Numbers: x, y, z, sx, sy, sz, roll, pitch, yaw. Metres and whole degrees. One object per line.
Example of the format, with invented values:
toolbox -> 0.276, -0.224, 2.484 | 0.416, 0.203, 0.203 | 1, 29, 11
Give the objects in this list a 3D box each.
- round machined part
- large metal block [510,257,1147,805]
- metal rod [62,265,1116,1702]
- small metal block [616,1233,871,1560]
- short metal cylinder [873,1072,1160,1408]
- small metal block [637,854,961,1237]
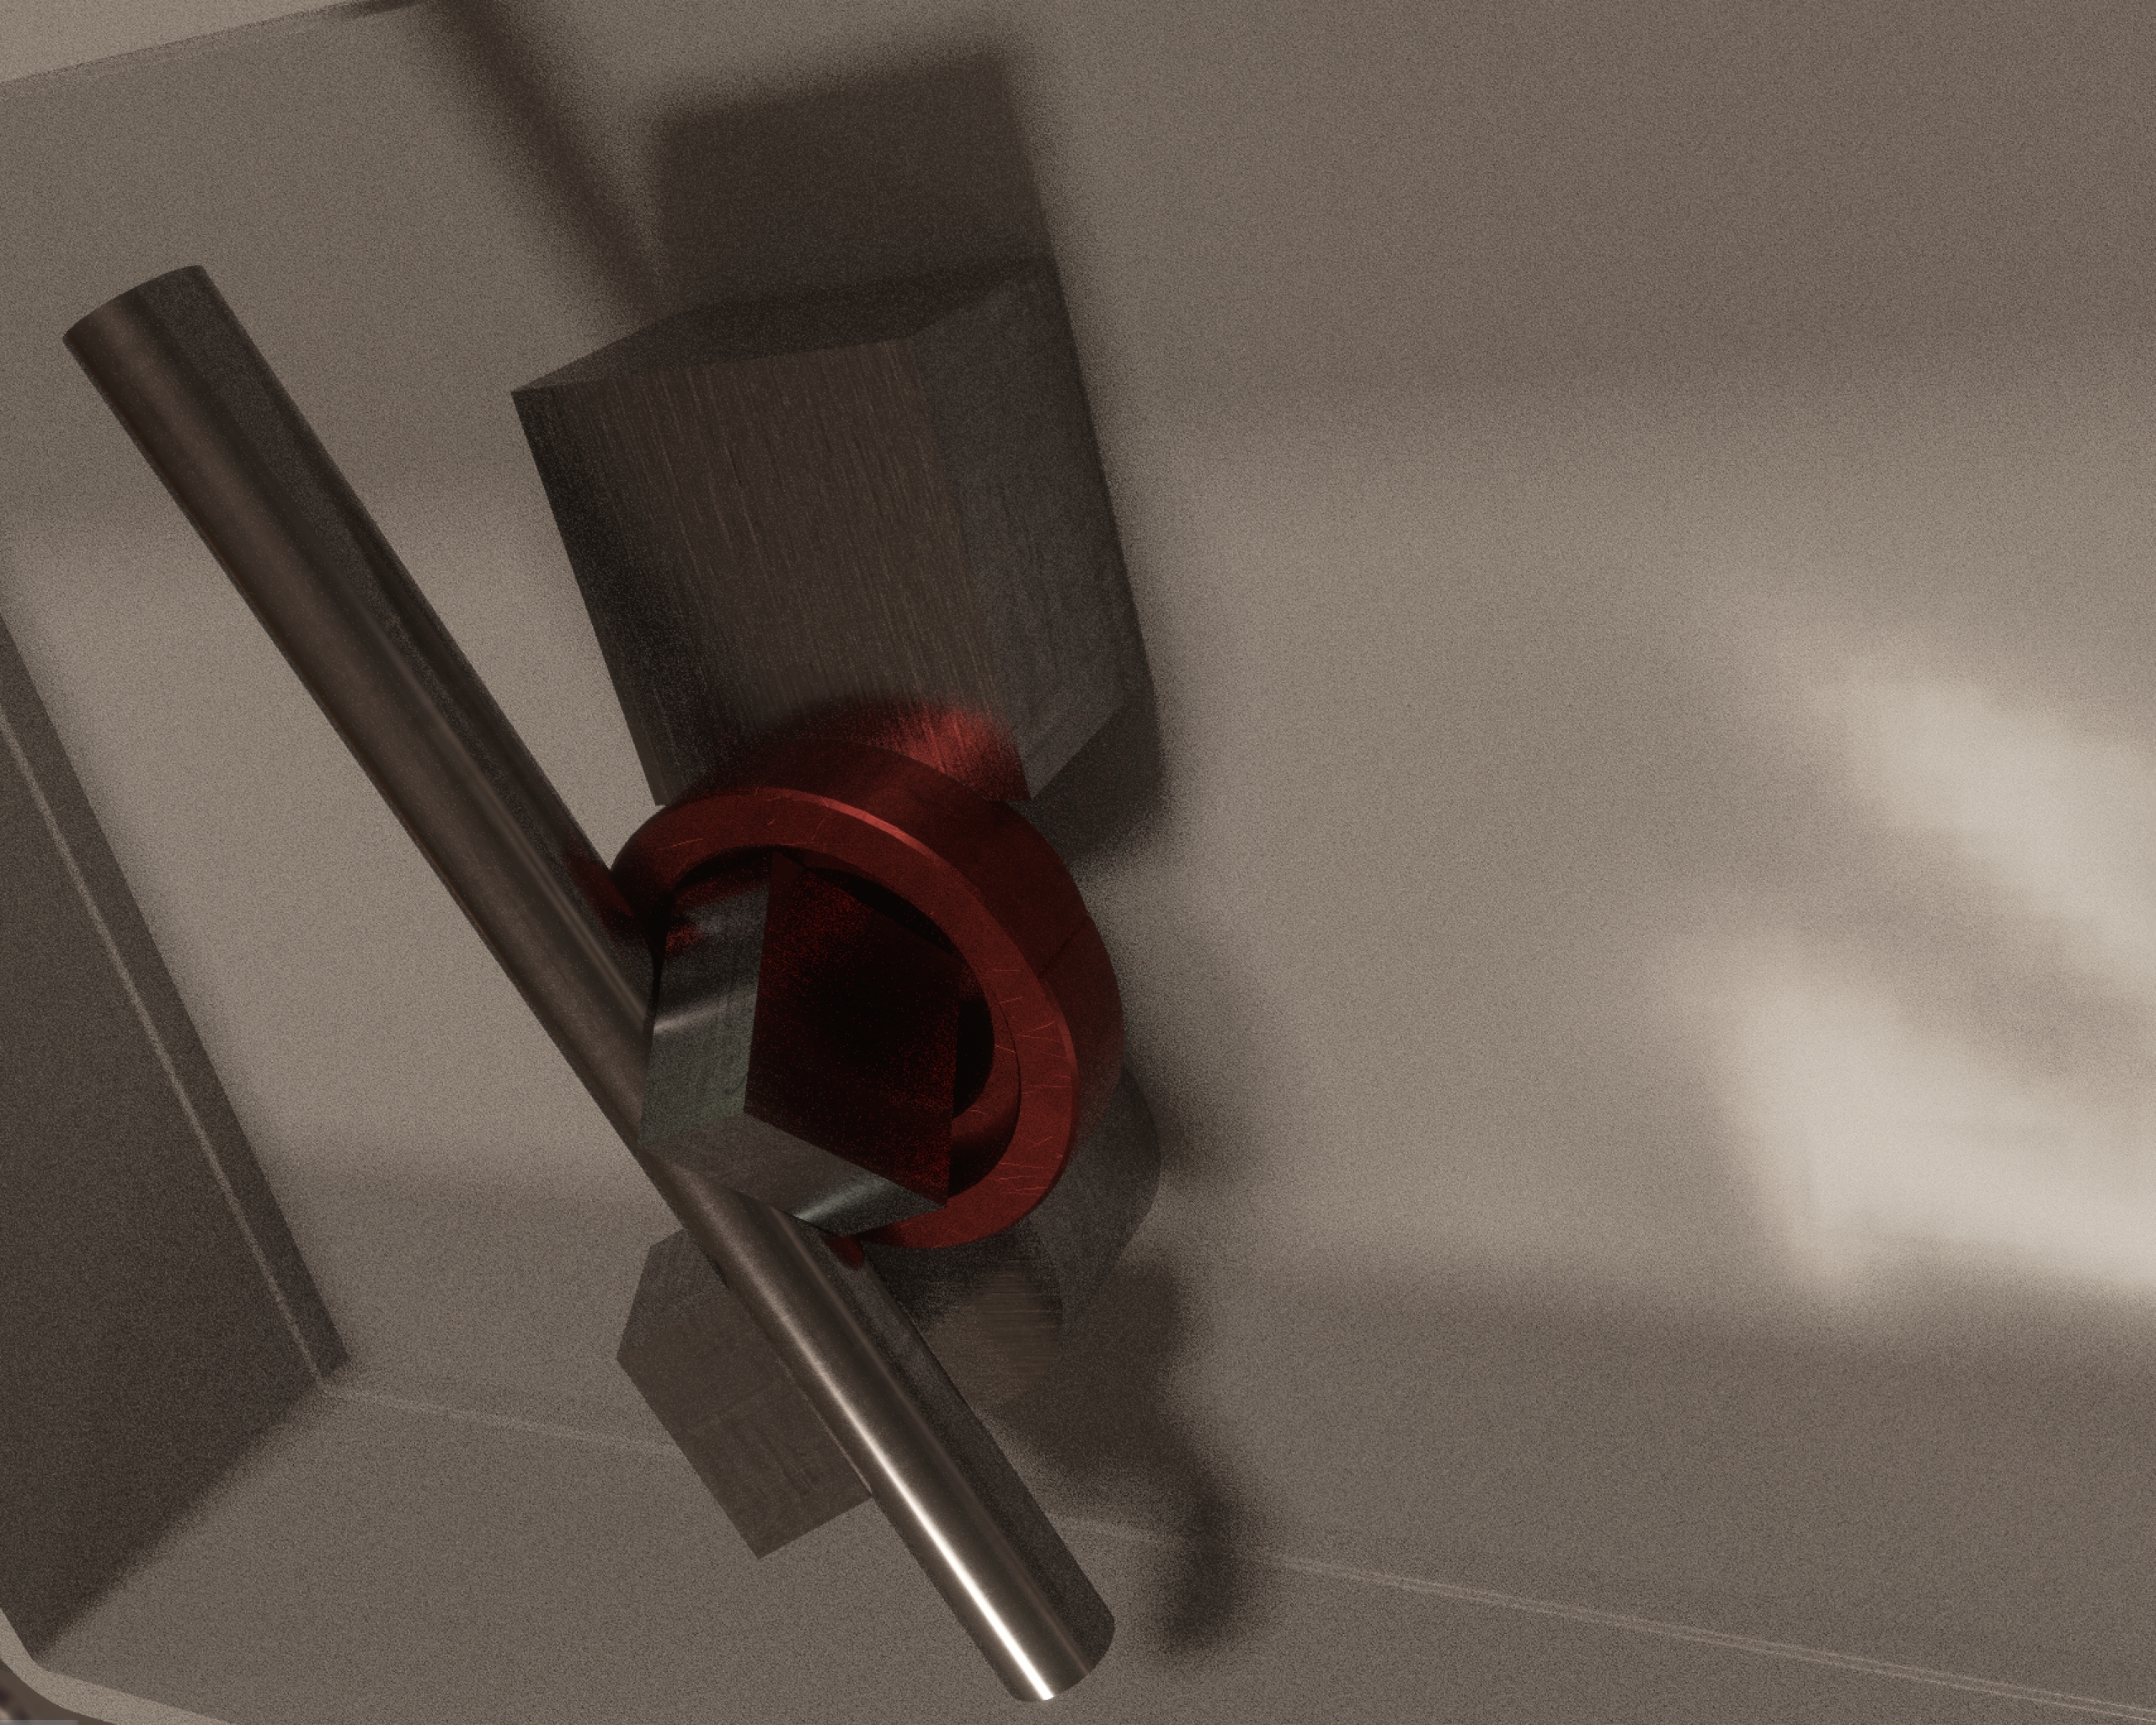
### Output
round machined part -> -0.036, 0.020, 0.388 | 0.098, 0.042, 0.097 | 13, 124, 20
large metal block -> -0.042, -0.057, 0.374 | 0.080, 0.050, 0.080 | 0, 119, 28
metal rod -> -0.079, 0.033, 0.377 | 0.025, 0.025, 0.299 | -21, 108, 35
small metal block -> -0.065, 0.101, 0.418 | 0.025, 0.050, 0.050 | -30, 104, 3
short metal cylinder -> -0.029, 0.070, 0.449 | 0.080, 0.050, 0.079 | 13, 124, 20
small metal block -> -0.048, 0.033, 0.373 | 0.025, 0.050, 0.050 | -21, 142, 32
